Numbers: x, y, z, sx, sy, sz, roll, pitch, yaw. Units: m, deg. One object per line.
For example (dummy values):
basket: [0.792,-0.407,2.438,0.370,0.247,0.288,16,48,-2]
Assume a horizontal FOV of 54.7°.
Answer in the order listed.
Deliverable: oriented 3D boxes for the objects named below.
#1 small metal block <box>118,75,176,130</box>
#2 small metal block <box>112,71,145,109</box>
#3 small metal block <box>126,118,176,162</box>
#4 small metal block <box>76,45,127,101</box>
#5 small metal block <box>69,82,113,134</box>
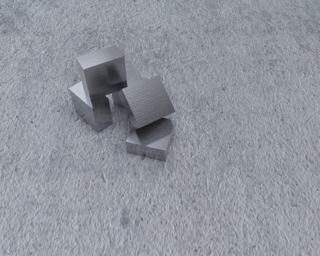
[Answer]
small metal block: [-0.017,-0.031,0.383,0.050,0.025,0.050,-25,92,-20]
small metal block: [-0.039,-0.048,0.429,0.050,0.050,0.025,26,55,19]
small metal block: [-0.011,0.011,0.395,0.050,0.025,0.050,13,51,10]
small metal block: [-0.070,-0.067,0.379,0.050,0.050,0.025,-23,54,-19]
small metal block: [-0.091,-0.028,0.411,0.050,0.050,0.025,38,59,27]
